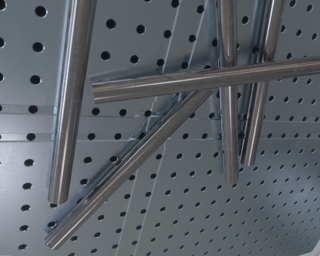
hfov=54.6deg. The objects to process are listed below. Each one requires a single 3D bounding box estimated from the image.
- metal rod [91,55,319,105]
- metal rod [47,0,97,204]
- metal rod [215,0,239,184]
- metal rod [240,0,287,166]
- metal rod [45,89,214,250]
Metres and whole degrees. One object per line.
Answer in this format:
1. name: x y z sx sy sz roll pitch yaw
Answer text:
1. metal rod: 0.070 -0.062 0.382 0.302 0.025 0.025 -9 123 -13
2. metal rod: -0.094 -0.042 0.332 0.025 0.025 0.298 1 118 -29
3. metal rod: 0.098 -0.034 0.442 0.025 0.025 0.298 -22 127 -15
4. metal rod: 0.147 -0.070 0.446 0.025 0.025 0.298 -14 124 -21
5. metal rod: -0.043 0.051 0.418 0.300 0.025 0.025 -45 129 3
